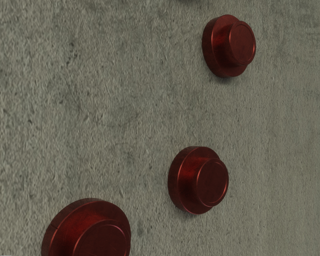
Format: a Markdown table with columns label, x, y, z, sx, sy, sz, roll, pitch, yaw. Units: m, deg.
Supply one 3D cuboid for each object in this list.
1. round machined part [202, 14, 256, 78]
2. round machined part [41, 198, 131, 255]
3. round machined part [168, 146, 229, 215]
| label | x | y | z | sx | sy | sz | roll | pitch | yaw |
| --- | --- | --- | --- | --- | --- | --- | --- | --- | --- |
| round machined part | 0.115 | -0.130 | 0.489 | 0.099 | 0.042 | 0.097 | 0 | 90 | -40 |
| round machined part | -0.071 | 0.128 | 0.334 | 0.099 | 0.042 | 0.097 | 0 | 90 | -40 |
| round machined part | 0.062 | 0.076 | 0.445 | 0.099 | 0.042 | 0.097 | 0 | 90 | -40 |
